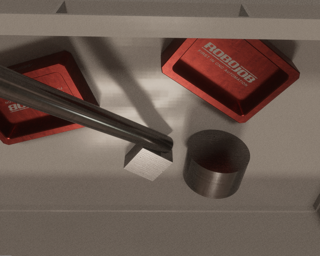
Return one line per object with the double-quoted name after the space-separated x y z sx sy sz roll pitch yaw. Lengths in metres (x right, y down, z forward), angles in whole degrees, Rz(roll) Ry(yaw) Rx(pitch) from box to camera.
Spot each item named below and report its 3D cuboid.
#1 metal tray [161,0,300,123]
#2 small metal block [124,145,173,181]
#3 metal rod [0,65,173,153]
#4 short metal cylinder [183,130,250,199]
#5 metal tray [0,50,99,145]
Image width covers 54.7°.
0.077 -0.069 0.347 0.131 0.030 0.090 30 124 -23 "metal tray"
-0.017 0.045 0.447 0.050 0.025 0.050 28 125 -22 "small metal block"
-0.080 -0.016 0.316 0.025 0.025 0.301 -33 147 25 "metal rod"
0.074 0.047 0.414 0.081 0.080 0.050 3 130 -3 "short metal cylinder"
-0.152 -0.032 0.375 0.131 0.030 0.090 -13 129 10 "metal tray"
